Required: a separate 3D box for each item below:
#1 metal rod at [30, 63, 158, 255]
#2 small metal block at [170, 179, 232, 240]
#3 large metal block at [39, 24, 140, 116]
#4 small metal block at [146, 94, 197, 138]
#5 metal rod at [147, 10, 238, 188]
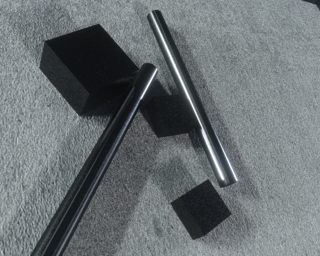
[{"bbox_3d":[-0.062,0.024,0.356,0.025,0.025,0.300,31,52,-9],"label":"metal rod"},{"bbox_3d":[0.049,0.097,0.373,0.050,0.025,0.050,-23,74,-37],"label":"small metal block"},{"bbox_3d":[-0.088,-0.074,0.387,0.080,0.050,0.081,49,51,6],"label":"large metal block"},{"bbox_3d":[0.015,-0.017,0.424,0.050,0.025,0.050,-8,66,-32],"label":"small metal block"},{"bbox_3d":[0.041,-0.056,0.461,0.025,0.025,0.299,-8,66,-32],"label":"metal rod"}]
